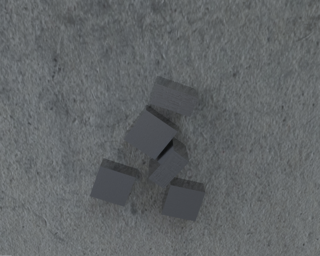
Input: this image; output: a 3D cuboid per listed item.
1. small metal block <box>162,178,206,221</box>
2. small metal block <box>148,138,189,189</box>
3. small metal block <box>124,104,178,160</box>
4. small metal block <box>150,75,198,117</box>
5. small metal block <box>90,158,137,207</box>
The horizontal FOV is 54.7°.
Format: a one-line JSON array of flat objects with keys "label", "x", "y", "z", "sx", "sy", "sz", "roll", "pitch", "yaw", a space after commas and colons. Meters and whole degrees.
[{"label": "small metal block", "x": 0.033, "y": 0.102, "z": 0.448, "sx": 0.050, "sy": 0.025, "sz": 0.050, "roll": 13, "pitch": 110, "yaw": -6}, {"label": "small metal block", "x": 0.011, "y": 0.044, "z": 0.413, "sx": 0.025, "sy": 0.050, "sz": 0.050, "roll": 38, "pitch": 106, "yaw": -13}, {"label": "small metal block", "x": -0.012, "y": 0.006, "z": 0.412, "sx": 0.050, "sy": 0.025, "sz": 0.050, "roll": 35, "pitch": 106, "yaw": -12}, {"label": "small metal block", "x": 0.016, "y": -0.040, "z": 0.382, "sx": 0.050, "sy": 0.050, "sz": 0.025, "roll": 18, "pitch": 109, "yaw": -7}, {"label": "small metal block", "x": -0.065, "y": 0.077, "z": 0.437, "sx": 0.050, "sy": 0.025, "sz": 0.050, "roll": 19, "pitch": 109, "yaw": -8}]
